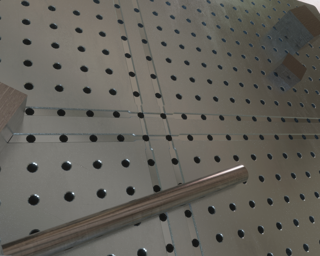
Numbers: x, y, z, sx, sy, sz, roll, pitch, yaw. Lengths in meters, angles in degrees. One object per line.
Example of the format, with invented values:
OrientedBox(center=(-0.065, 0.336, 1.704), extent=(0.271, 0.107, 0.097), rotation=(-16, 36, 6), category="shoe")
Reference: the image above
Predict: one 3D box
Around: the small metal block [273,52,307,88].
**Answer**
OrientedBox(center=(0.263, -0.117, 0.625), extent=(0.050, 0.025, 0.050), rotation=(42, 51, 0), category="small metal block")

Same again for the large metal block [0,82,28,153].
OrientedBox(center=(-0.188, -0.009, 0.296), extent=(0.080, 0.050, 0.080), rotation=(27, 52, -12), category="large metal block")

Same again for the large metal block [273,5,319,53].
OrientedBox(center=(0.322, -0.229, 0.709), extent=(0.081, 0.050, 0.080), rotation=(-29, 78, -38), category="large metal block")

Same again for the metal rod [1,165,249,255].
OrientedBox(center=(-0.010, 0.088, 0.350), extent=(0.303, 0.025, 0.025), rotation=(-11, 68, -33), category="metal rod")
